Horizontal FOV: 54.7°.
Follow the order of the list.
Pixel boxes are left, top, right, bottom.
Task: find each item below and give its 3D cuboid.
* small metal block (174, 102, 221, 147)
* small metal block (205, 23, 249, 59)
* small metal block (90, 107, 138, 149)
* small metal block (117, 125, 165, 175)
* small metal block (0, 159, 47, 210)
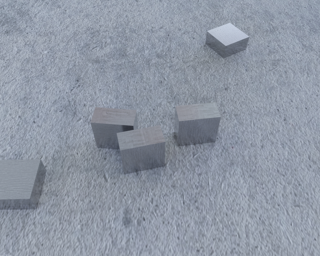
[{"bbox_3d":[0.046,-0.004,0.391,0.050,0.050,0.025,-6,51,-5],"label":"small metal block"},{"bbox_3d":[0.114,-0.150,0.530,0.050,0.025,0.050,-25,55,-20],"label":"small metal block"},{"bbox_3d":[-0.054,0.002,0.385,0.050,0.050,0.025,4,50,3],"label":"small metal block"},{"bbox_3d":[-0.021,0.026,0.365,0.050,0.050,0.025,-11,51,-9],"label":"small metal block"},{"bbox_3d":[-0.162,0.063,0.349,0.050,0.025,0.050,-1,50,-1],"label":"small metal block"}]
